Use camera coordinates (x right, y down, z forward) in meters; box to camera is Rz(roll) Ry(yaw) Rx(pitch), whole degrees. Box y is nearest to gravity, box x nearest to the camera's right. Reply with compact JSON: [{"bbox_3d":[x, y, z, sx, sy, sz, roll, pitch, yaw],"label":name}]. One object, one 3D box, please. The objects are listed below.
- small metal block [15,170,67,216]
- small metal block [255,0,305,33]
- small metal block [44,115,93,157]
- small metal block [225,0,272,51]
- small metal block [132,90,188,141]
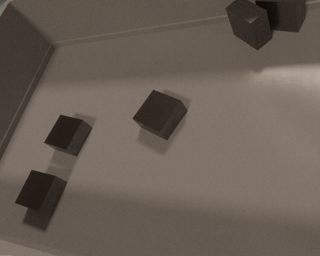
[{"bbox_3d":[-0.167,0.091,0.435,0.050,0.025,0.050,6,65,30],"label":"small metal block"},{"bbox_3d":[0.157,-0.153,0.401,0.050,0.050,0.025,19,72,35],"label":"small metal block"},{"bbox_3d":[-0.139,0.011,0.470,0.050,0.025,0.050,12,68,33],"label":"small metal block"},{"bbox_3d":[0.119,-0.139,0.412,0.025,0.050,0.050,-40,51,1],"label":"small metal block"},{"bbox_3d":[0.000,-0.018,0.415,0.050,0.025,0.050,26,76,36],"label":"small metal block"}]
